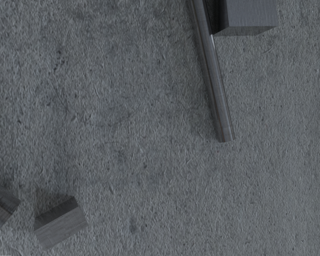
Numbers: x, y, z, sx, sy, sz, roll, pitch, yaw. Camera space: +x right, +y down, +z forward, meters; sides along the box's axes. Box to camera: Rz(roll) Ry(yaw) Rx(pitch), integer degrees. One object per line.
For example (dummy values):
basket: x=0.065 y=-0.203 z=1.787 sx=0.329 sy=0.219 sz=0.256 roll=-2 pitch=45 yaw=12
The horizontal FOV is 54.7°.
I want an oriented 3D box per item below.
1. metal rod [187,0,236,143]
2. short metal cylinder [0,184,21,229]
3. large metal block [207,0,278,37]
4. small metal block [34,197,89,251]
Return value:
metal rod: x=0.062 y=-0.127 z=0.433 sx=0.025 sy=0.025 sz=0.298 roll=-15 pitch=95 yaw=-20
short metal cylinder: x=-0.190 y=0.089 z=0.310 sx=0.050 sy=0.080 sz=0.080 roll=46 pitch=76 yaw=-15
large metal block: x=0.114 y=-0.177 z=0.439 sx=0.081 sy=0.050 sz=0.079 roll=-8 pitch=93 yaw=-20
small metal block: x=-0.114 y=0.107 z=0.354 sx=0.050 sy=0.050 sz=0.025 roll=-28 pitch=100 yaw=-18
